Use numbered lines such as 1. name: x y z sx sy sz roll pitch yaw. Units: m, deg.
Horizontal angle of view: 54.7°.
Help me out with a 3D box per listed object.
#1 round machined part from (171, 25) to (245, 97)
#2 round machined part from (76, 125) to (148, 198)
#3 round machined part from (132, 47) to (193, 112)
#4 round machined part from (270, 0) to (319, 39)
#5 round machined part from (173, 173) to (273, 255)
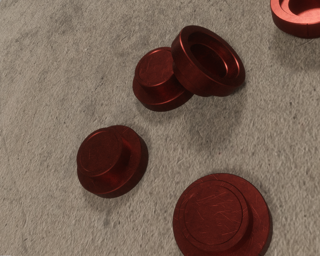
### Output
1. round machined part: 0.055 -0.078 0.387 0.042 0.099 0.098 -46 40 43
2. round machined part: -0.068 0.038 0.404 0.098 0.042 0.098 -13 56 20
3. round machined part: 0.004 -0.075 0.436 0.098 0.042 0.098 -13 56 20
4. round machined part: 0.191 -0.151 0.385 0.098 0.042 0.098 -13 56 20
5. round machined part: 0.058 0.090 0.307 0.098 0.042 0.098 -13 56 20
